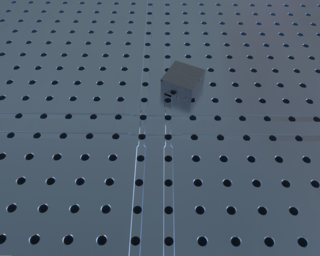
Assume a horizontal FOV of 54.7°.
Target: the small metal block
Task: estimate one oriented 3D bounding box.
[{"bbox_3d":[0.035,-0.071,0.468,0.050,0.025,0.050,22,53,17],"label":"small metal block"}]
